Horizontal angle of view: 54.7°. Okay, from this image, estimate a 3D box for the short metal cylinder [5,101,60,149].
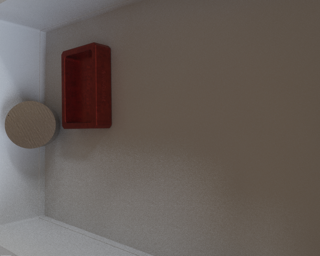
[{"bbox_3d":[-0.219,-0.005,0.540,0.050,0.081,0.079,175,94,-81],"label":"short metal cylinder"}]

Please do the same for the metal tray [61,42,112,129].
[{"bbox_3d":[-0.120,-0.063,0.499,0.090,0.030,0.129,-1,89,39],"label":"metal tray"}]
